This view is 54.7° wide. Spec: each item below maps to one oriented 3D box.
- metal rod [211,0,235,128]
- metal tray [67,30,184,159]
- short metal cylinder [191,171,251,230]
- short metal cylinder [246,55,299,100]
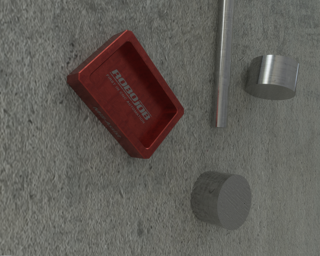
[{"bbox_3d":[0.103,-0.149,0.489,0.025,0.025,0.298,7,86,-40],"label":"metal rod"},{"bbox_3d":[-0.034,-0.037,0.372,0.090,0.030,0.130,-52,120,-27],"label":"metal tray"},{"bbox_3d":[0.093,0.107,0.466,0.081,0.050,0.080,0,90,-40],"label":"short metal cylinder"},{"bbox_3d":[0.192,-0.084,0.529,0.080,0.080,0.050,20,78,-38],"label":"short metal cylinder"}]
